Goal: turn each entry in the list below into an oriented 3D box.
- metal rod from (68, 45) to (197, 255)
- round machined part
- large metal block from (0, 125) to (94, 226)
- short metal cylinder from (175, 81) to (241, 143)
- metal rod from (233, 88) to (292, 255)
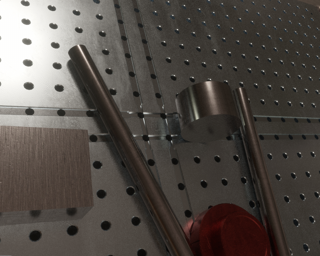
[{"bbox_3d":[-0.039,0.023,0.373,0.025,0.025,0.299,-19,72,-35],"label":"metal rod"},{"bbox_3d":[0.089,0.136,0.364,0.099,0.042,0.098,14,56,-21],"label":"round machined part"},{"bbox_3d":[-0.114,0.046,0.303,0.081,0.050,0.080,3,60,-27],"label":"large metal block"},{"bbox_3d":[0.064,-0.020,0.422,0.081,0.080,0.050,6,59,-26],"label":"short metal cylinder"},{"bbox_3d":[0.145,0.070,0.445,0.025,0.025,0.299,9,58,-24],"label":"metal rod"}]
